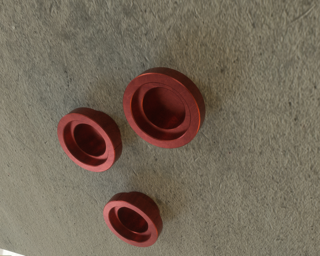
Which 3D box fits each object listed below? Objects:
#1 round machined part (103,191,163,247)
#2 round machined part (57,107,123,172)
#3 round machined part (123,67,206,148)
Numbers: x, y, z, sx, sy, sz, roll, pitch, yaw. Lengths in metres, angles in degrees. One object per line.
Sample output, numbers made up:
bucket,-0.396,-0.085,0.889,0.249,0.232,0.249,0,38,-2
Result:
round machined part,-0.040,0.143,0.505,0.098,0.042,0.097,13,124,21
round machined part,-0.097,0.013,0.455,0.098,0.042,0.097,13,124,21
round machined part,0.008,-0.027,0.375,0.098,0.042,0.097,13,124,21
